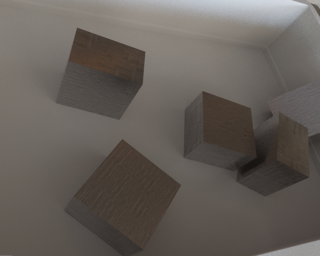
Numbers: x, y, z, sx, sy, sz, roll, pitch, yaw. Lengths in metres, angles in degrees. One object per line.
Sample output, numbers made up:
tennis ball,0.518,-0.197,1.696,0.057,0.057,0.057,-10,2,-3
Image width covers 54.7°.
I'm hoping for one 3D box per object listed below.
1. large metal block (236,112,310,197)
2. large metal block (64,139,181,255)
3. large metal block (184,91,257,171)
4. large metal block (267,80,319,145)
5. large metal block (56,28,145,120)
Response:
large metal block,0.156,0.038,0.431,0.050,0.080,0.080,28,52,-11
large metal block,-0.038,0.073,0.325,0.080,0.050,0.080,39,51,-2
large metal block,0.081,0.006,0.430,0.081,0.050,0.080,17,55,-19
large metal block,0.230,-0.017,0.495,0.050,0.080,0.080,31,41,-56
large metal block,-0.071,-0.060,0.368,0.081,0.080,0.050,15,56,-20
